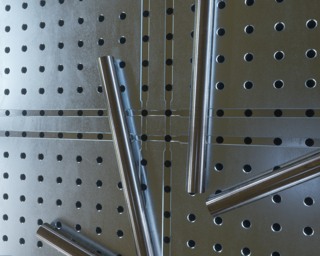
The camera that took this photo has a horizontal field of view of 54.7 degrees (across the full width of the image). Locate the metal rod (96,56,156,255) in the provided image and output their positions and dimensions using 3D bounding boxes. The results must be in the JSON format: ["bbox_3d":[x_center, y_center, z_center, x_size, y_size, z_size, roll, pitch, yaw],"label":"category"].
[{"bbox_3d":[-0.046,0.048,0.427,0.025,0.025,0.298,-14,86,19],"label":"metal rod"}]

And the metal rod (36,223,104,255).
[{"bbox_3d":[-0.048,0.211,0.428,0.301,0.025,0.025,22,97,18],"label":"metal rod"}]

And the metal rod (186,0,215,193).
[{"bbox_3d":[0.053,-0.068,0.393,0.025,0.025,0.298,3,91,19],"label":"metal rod"}]

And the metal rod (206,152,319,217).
[{"bbox_3d":[0.191,0.035,0.345,0.300,0.025,0.025,-27,81,17],"label":"metal rod"}]
